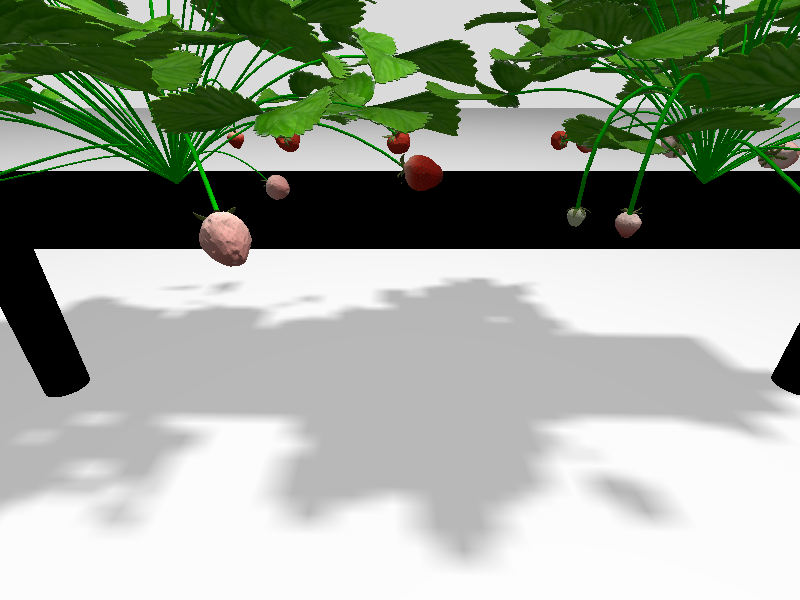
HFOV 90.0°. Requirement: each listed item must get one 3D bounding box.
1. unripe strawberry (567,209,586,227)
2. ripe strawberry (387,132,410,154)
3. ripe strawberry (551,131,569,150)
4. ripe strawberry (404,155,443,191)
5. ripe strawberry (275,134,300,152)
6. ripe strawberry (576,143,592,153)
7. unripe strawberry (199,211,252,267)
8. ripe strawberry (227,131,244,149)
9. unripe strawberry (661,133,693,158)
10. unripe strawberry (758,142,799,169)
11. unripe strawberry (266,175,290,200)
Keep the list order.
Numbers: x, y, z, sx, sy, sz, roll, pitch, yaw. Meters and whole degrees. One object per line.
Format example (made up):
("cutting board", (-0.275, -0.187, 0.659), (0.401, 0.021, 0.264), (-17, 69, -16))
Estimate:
("unripe strawberry", (0.093, -0.044, 0.213), (0.010, 0.010, 0.009), (-21, 34, -35))
("ripe strawberry", (0.000, -0.195, 0.496), (0.027, 0.030, 0.029), (26, -7, 40))
("ripe strawberry", (0.221, -0.222, 0.557), (0.024, 0.025, 0.026), (-4, 27, -8))
("ripe strawberry", (0.018, -0.097, 0.305), (0.030, 0.026, 0.030), (12, 28, 4))
("ripe strawberry", (-0.149, -0.217, 0.539), (0.032, 0.034, 0.035), (5, 17, 9))
("ripe strawberry", (0.241, -0.207, 0.512), (0.031, 0.035, 0.034), (-3, 10, -5))
("unripe strawberry", (-0.073, -0.024, 0.169), (0.020, 0.022, 0.023), (-16, -24, -28))
("ripe strawberry", (-0.218, -0.213, 0.533), (0.021, 0.021, 0.018), (-3, 27, -6))
("unripe strawberry", (0.327, -0.187, 0.473), (0.032, 0.037, 0.035), (11, 28, 21))
("unripe strawberry", (0.378, -0.144, 0.398), (0.031, 0.026, 0.031), (-14, 30, -27))
("unripe strawberry", (-0.087, -0.080, 0.287), (0.017, 0.017, 0.016), (26, 35, 19))
